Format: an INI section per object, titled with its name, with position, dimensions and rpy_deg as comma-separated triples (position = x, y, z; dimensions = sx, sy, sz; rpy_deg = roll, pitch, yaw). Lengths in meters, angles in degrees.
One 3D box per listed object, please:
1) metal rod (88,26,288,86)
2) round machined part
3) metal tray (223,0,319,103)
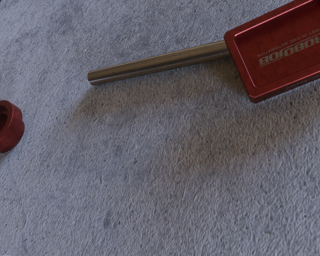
[metal rod]
position = 0.025, -0.099, 0.450
dimensions = 0.301, 0.025, 0.025
rpy_deg = -7, 59, 24
[round machined part]
position = -0.274, 0.004, 0.531
dimensions = 0.098, 0.042, 0.098
rpy_deg = -13, 56, 20
[metal tray]
position = 0.152, -0.095, 0.359
dimensions = 0.130, 0.030, 0.090
rpy_deg = -22, 74, 14
